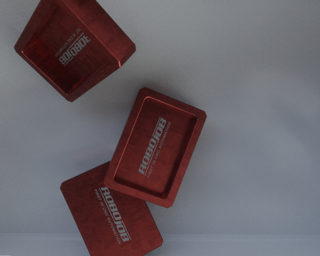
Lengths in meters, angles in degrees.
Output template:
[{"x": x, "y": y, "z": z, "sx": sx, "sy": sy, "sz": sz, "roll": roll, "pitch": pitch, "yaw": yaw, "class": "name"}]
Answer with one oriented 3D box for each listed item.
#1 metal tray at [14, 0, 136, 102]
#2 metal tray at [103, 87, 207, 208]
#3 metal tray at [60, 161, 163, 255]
[{"x": -0.096, "y": -0.085, "z": 0.332, "sx": 0.090, "sy": 0.030, "sz": 0.130, "roll": 46, "pitch": 144, "yaw": -18, "class": "metal tray"}, {"x": -0.006, "y": 0.025, "z": 0.393, "sx": 0.090, "sy": 0.030, "sz": 0.129, "roll": 22, "pitch": 87, "yaw": -8, "class": "metal tray"}, {"x": -0.064, "y": 0.113, "z": 0.412, "sx": 0.091, "sy": 0.030, "sz": 0.129, "roll": -24, "pitch": 89, "yaw": -13, "class": "metal tray"}]
